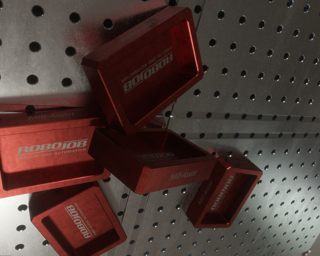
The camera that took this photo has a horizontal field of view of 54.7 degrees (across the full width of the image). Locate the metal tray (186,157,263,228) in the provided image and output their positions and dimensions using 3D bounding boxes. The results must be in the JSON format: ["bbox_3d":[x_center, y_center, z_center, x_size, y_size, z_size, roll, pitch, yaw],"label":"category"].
[{"bbox_3d":[0.113,0.117,0.544,0.091,0.030,0.129,12,112,-34],"label":"metal tray"}]

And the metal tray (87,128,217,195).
[{"bbox_3d":[-0.005,0.032,0.362,0.131,0.090,0.030,0,115,-50],"label":"metal tray"}]

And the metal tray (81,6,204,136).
[{"bbox_3d":[-0.010,-0.064,0.337,0.131,0.030,0.090,-40,132,-26],"label":"metal tray"}]

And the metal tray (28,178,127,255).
[{"bbox_3d":[-0.109,0.132,0.431,0.091,0.030,0.129,-26,128,-12],"label":"metal tray"}]

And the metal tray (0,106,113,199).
[{"bbox_3d":[-0.123,0.026,0.357,0.131,0.030,0.089,-7,122,-25],"label":"metal tray"}]
